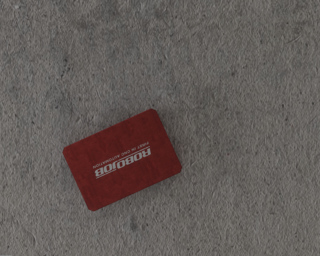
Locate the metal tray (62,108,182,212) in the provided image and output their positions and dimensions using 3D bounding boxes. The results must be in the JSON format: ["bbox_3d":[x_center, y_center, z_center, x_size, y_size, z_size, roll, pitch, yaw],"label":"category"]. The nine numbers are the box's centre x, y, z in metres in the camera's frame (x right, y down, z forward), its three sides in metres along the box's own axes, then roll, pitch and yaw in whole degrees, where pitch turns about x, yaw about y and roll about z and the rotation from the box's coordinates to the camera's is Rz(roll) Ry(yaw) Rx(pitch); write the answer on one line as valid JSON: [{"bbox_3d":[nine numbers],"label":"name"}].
[{"bbox_3d":[-0.048,0.040,0.407,0.130,0.030,0.090,-24,90,0],"label":"metal tray"}]
